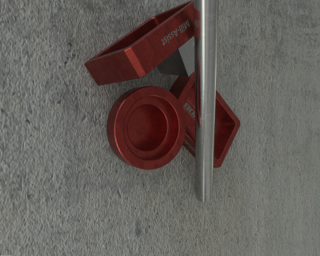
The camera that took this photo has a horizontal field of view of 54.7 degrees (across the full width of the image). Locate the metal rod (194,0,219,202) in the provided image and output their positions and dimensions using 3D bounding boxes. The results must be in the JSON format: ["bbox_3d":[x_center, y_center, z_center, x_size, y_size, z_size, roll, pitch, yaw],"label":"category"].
[{"bbox_3d":[0.056,-0.021,0.386,0.025,0.025,0.298,-33,132,-35],"label":"metal rod"}]

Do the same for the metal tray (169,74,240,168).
[{"bbox_3d":[0.061,-0.013,0.457,0.130,0.030,0.090,45,63,-31],"label":"metal tray"}]

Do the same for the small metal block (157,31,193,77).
[{"bbox_3d":[0.017,-0.096,0.399,0.025,0.050,0.050,-49,134,-26],"label":"small metal block"}]

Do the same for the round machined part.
[{"bbox_3d":[-0.020,-0.001,0.376,0.099,0.042,0.097,-3,95,-34],"label":"round machined part"}]

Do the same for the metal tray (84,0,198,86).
[{"bbox_3d":[-0.012,-0.099,0.354,0.131,0.090,0.030,-45,118,-31],"label":"metal tray"}]
